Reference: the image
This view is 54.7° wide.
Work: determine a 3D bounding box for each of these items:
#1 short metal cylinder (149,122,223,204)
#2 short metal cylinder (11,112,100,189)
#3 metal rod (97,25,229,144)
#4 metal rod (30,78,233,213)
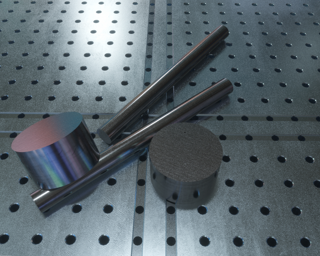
[{"bbox_3d":[0.028,0.040,0.358,0.080,0.050,0.080,0,50,0],"label":"short metal cylinder"},{"bbox_3d":[-0.116,0.023,0.351,0.080,0.050,0.080,-14,28,8],"label":"short metal cylinder"},{"bbox_3d":[0.020,-0.080,0.474,0.025,0.025,0.301,31,56,23],"label":"metal rod"},{"bbox_3d":[-0.018,0.010,0.398,0.302,0.025,0.025,-32,57,-24],"label":"metal rod"}]
